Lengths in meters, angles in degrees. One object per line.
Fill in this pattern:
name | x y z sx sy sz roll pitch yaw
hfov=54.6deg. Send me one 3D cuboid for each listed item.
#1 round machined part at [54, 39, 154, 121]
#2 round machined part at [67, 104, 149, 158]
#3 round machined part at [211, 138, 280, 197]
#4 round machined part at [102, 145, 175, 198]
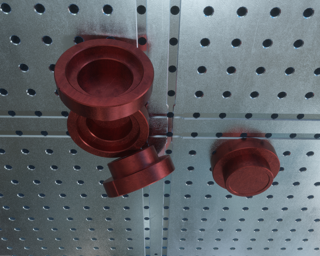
round machined part | -0.057 -0.046 0.326 0.099 0.098 0.042 5 143 -4
round machined part | -0.062 -0.011 0.391 0.099 0.042 0.097 0 130 0
round machined part | 0.127 0.064 0.456 0.099 0.042 0.097 0 130 0
round machined part | -0.033 0.055 0.423 0.098 0.098 0.042 -22 90 18
